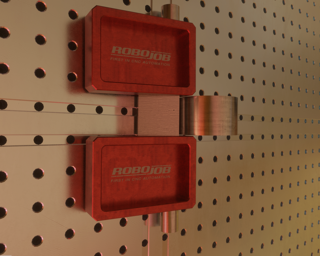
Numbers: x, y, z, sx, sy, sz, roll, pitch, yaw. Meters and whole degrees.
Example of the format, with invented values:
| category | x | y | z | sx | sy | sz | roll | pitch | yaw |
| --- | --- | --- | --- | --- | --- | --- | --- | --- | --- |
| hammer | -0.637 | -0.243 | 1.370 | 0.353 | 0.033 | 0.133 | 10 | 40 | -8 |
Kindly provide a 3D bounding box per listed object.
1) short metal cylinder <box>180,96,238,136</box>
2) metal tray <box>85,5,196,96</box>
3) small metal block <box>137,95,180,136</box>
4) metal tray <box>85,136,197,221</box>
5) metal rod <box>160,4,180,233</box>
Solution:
| category | x | y | z | sx | sy | sz | roll | pitch | yaw |
| --- | --- | --- | --- | --- | --- | --- | --- | --- | --- |
| short metal cylinder | 0.065 | -0.016 | 0.424 | 0.081 | 0.080 | 0.050 | 0 | 90 | -40 |
| metal tray | -0.020 | -0.085 | 0.366 | 0.131 | 0.030 | 0.089 | 0 | 90 | -28 |
| small metal block | -0.003 | -0.015 | 0.388 | 0.050 | 0.025 | 0.050 | 1 | 90 | -9 |
| metal tray | -0.019 | 0.054 | 0.367 | 0.131 | 0.030 | 0.089 | 0 | 90 | -28 |
| metal rod | 0.013 | -0.013 | 0.415 | 0.025 | 0.025 | 0.298 | 0 | 90 | -40 |
